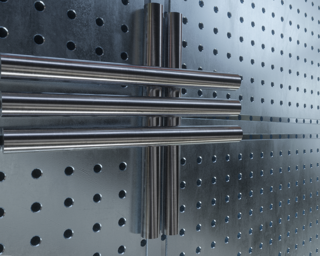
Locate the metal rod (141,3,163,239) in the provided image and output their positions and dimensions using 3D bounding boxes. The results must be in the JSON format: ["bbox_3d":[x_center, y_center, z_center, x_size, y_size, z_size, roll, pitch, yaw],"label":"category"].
[{"bbox_3d":[-0.010,-0.010,0.403,0.025,0.025,0.298,1,89,-40],"label":"metal rod"}]

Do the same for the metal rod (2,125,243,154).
[{"bbox_3d":[-0.018,0.010,0.368,0.303,0.025,0.025,-1,91,-32],"label":"metal rod"}]

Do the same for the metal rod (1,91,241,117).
[{"bbox_3d":[-0.020,-0.026,0.368,0.303,0.025,0.025,-2,91,-32],"label":"metal rod"}]

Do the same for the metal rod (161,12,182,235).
[{"bbox_3d":[0.016,-0.006,0.425,0.025,0.025,0.298,1,89,-40],"label":"metal rod"}]

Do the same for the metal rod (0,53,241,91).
[{"bbox_3d":[-0.020,-0.062,0.367,0.303,0.025,0.025,-2,92,-32],"label":"metal rod"}]
